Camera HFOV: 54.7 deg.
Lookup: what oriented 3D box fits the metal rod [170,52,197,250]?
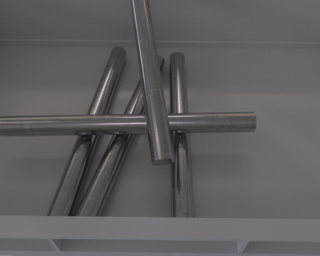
[{"bbox_3d":[0.026,0.002,0.403,0.025,0.025,0.300,1,50,0],"label":"metal rod"}]

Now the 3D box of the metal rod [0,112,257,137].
[{"bbox_3d":[-0.037,-0.005,0.374,0.302,0.025,0.025,-1,50,-1],"label":"metal rod"}]

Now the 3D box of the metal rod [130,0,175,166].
[{"bbox_3d":[-0.017,-0.100,0.387,0.025,0.025,0.299,-6,67,-5],"label":"metal rod"}]

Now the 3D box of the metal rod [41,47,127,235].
[{"bbox_3d":[-0.088,-0.009,0.411,0.025,0.025,0.300,6,50,5],"label":"metal rod"}]

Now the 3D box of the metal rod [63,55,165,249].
[{"bbox_3d":[-0.044,0.004,0.401,0.025,0.025,0.300,12,51,10],"label":"metal rod"}]
